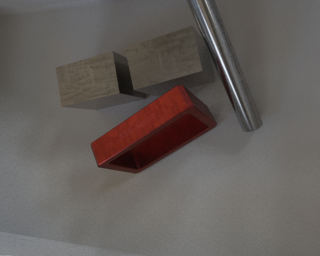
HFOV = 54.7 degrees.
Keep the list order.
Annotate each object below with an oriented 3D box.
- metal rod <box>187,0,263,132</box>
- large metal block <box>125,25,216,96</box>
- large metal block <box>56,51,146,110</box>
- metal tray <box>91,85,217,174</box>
[{"bbox_3d":[0.044,-0.120,0.311,0.025,0.025,0.299,-21,117,19],"label":"metal rod"},{"bbox_3d":[0.016,-0.076,0.375,0.080,0.080,0.050,-13,86,19],"label":"large metal block"},{"bbox_3d":[-0.074,-0.058,0.406,0.080,0.080,0.050,-11,87,19],"label":"large metal block"},{"bbox_3d":[-0.005,0.008,0.374,0.130,0.090,0.030,-33,65,17],"label":"metal tray"}]
